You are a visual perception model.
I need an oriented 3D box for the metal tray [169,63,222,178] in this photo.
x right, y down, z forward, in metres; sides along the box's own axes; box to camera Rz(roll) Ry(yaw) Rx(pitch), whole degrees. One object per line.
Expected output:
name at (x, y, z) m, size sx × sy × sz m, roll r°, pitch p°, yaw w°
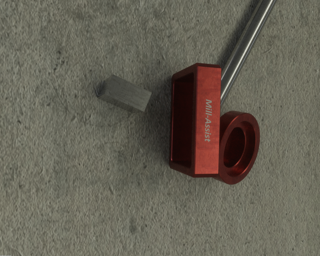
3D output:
metal tray at (0.041, -0.009, 0.389) m, size 0.030 × 0.090 × 0.129 m, roll 2°, pitch 90°, yaw -17°

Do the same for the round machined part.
round machined part at (0.092, 0.024, 0.422) m, size 0.099 × 0.042 × 0.097 m, roll -14°, pitch 111°, yaw -41°

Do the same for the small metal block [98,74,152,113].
small metal block at (-0.045, -0.040, 0.380) m, size 0.050 × 0.050 × 0.025 m, roll 24°, pitch 82°, yaw -19°

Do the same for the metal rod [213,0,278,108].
metal rod at (0.128, -0.127, 0.457) m, size 0.025 × 0.025 × 0.299 m, roll 32°, pitch 79°, yaw -18°
